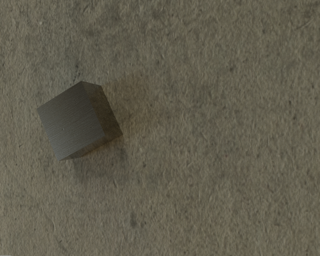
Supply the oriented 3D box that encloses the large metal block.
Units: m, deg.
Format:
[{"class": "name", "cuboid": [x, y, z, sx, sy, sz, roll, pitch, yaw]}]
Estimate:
[{"class": "large metal block", "cuboid": [-0.112, -0.009, 0.434, 0.080, 0.050, 0.080, -28, 81, 17]}]
